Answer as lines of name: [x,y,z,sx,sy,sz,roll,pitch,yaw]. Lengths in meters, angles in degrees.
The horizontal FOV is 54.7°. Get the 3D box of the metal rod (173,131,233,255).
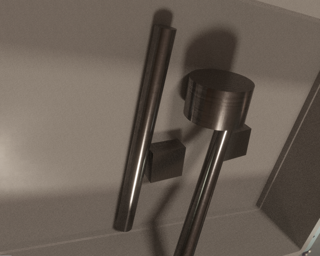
metal rod: [0.056,0.099,0.421,0.025,0.025,0.299,27,77,-38]

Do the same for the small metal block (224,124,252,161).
small metal block: [0.111,0.021,0.485,0.050,0.025,0.050,-12,124,-22]

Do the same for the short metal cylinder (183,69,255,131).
short metal cylinder: [0.073,-0.038,0.391,0.081,0.080,0.050,-8,122,-25]

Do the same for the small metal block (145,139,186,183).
small metal block: [0.006,0.046,0.443,0.050,0.025,0.050,-9,123,-24]

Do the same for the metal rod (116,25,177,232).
metal rod: [-0.024,0.019,0.408,0.025,0.025,0.298,-2,119,-28]
